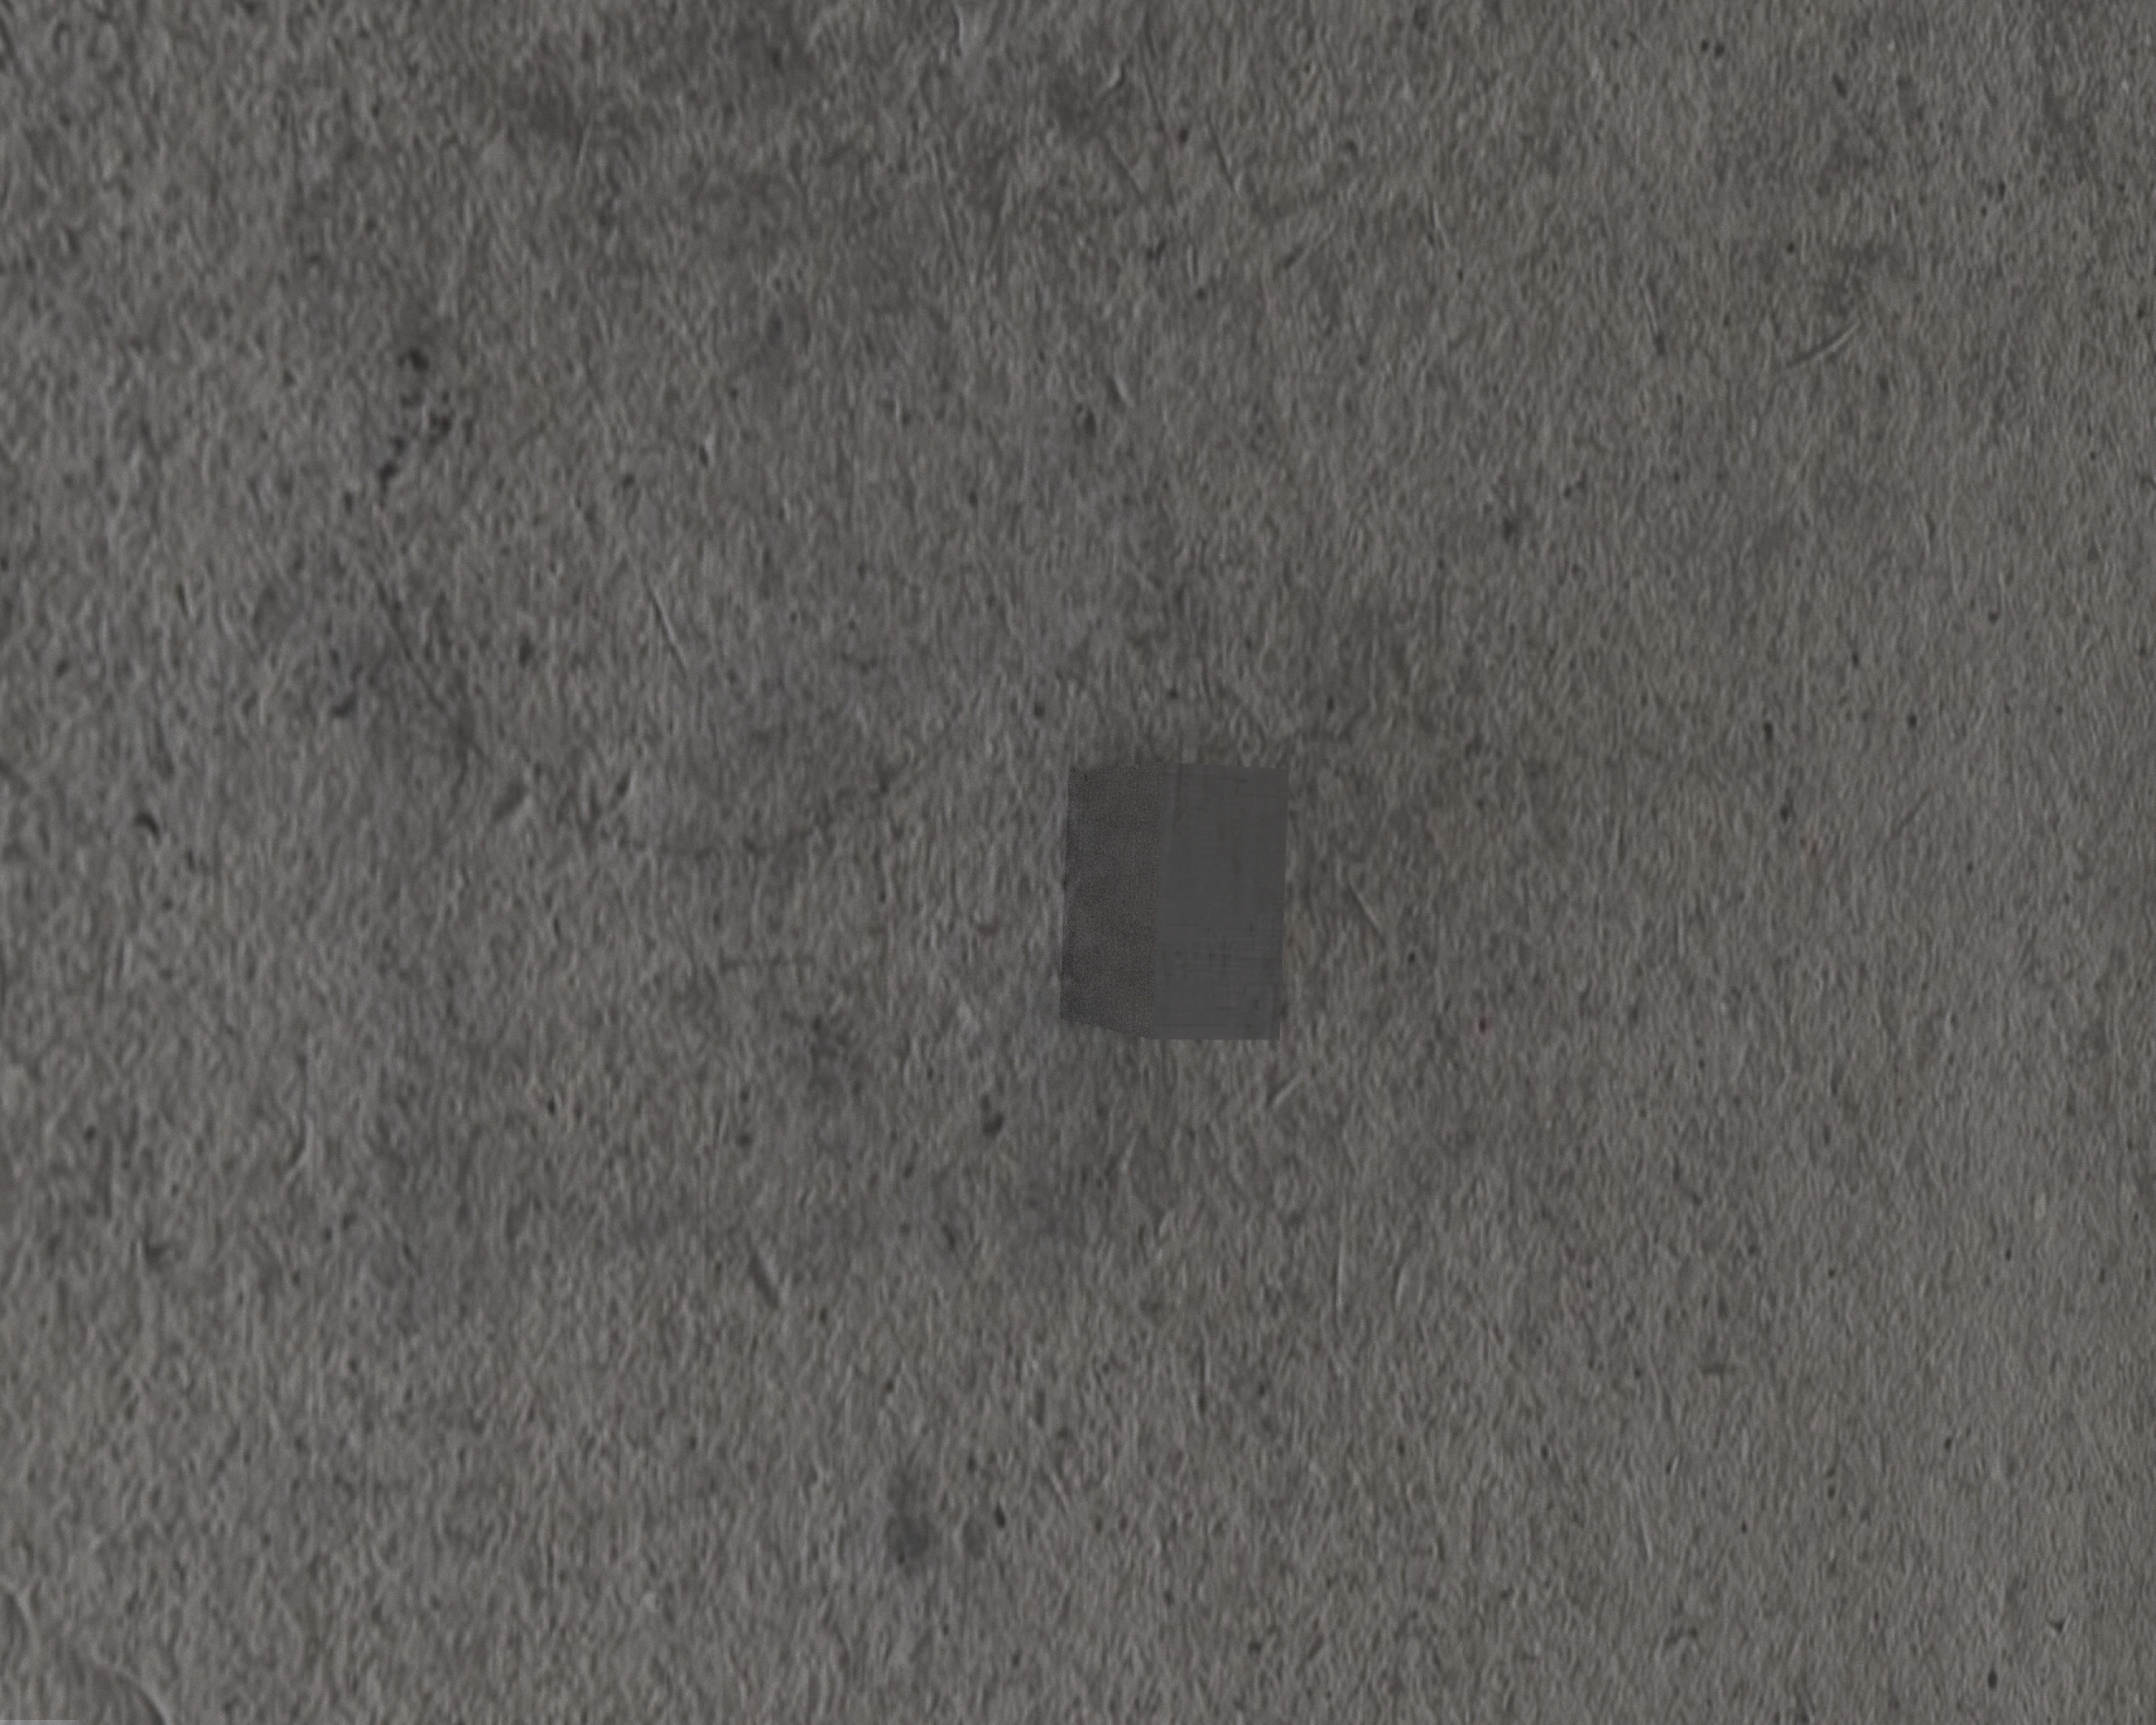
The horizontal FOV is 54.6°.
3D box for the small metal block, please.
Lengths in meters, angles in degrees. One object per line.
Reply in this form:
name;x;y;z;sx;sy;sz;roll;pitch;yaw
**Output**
small metal block;0.018;0.007;0.402;0.025;0.050;0.050;2;89;-20
